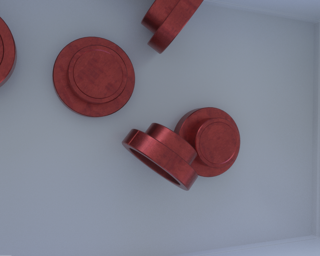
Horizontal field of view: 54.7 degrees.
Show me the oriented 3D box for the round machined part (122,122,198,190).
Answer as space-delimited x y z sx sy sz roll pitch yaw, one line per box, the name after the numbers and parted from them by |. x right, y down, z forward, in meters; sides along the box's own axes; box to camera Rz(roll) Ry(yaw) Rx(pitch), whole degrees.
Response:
0.006 0.030 0.375 0.098 0.098 0.042 40 77 -16 | round machined part

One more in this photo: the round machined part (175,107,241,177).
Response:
0.071 0.020 0.429 0.099 0.042 0.097 0 90 -21 | round machined part

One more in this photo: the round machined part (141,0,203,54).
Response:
0.013 -0.143 0.378 0.042 0.098 0.098 37 78 -11 | round machined part

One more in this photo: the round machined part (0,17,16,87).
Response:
-0.205 -0.081 0.326 0.099 0.042 0.097 0 90 -21 | round machined part

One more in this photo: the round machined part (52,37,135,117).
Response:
-0.077 -0.062 0.373 0.099 0.042 0.097 0 90 -21 | round machined part
